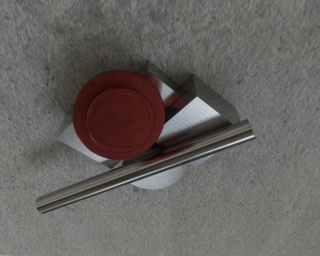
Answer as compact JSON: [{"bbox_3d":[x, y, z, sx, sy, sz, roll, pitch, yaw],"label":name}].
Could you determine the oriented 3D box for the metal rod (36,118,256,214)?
[{"bbox_3d":[-0.031,0.054,0.389,0.300,0.025,0.025,-22,127,17],"label":"metal rod"}]

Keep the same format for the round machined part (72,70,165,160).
[{"bbox_3d":[-0.042,-0.012,0.329,0.099,0.042,0.097,-3,105,-11],"label":"round machined part"}]

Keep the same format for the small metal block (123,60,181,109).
[{"bbox_3d":[-0.011,-0.044,0.370,0.050,0.025,0.050,35,122,-27],"label":"small metal block"}]

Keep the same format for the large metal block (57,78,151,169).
[{"bbox_3d":[-0.066,-0.005,0.385,0.080,0.050,0.080,35,122,-26],"label":"large metal block"}]

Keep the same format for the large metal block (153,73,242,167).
[{"bbox_3d":[0.043,-0.007,0.387,0.080,0.050,0.080,34,122,-26],"label":"large metal block"}]

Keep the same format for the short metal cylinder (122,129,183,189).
[{"bbox_3d":[-0.010,0.039,0.425,0.081,0.050,0.079,0,130,0],"label":"short metal cylinder"}]
